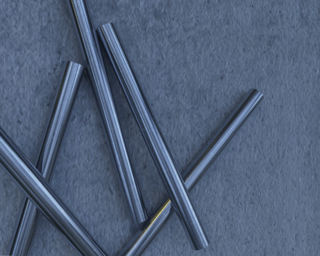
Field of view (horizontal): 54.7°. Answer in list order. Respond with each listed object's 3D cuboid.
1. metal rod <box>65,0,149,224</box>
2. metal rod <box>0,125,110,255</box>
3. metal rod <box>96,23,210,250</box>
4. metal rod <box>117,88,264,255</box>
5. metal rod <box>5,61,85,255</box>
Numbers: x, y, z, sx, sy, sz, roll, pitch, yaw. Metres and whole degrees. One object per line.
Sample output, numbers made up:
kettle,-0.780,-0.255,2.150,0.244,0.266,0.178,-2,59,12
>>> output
metal rod,-0.066,-0.025,0.385,0.025,0.025,0.298,-17,96,-20
metal rod,-0.119,0.087,0.341,0.025,0.025,0.299,-38,112,-16
metal rod,-0.008,0.012,0.389,0.025,0.025,0.299,-24,92,-19
metal rod,0.049,0.060,0.428,0.025,0.025,0.300,44,76,-15
metal rod,-0.140,0.068,0.357,0.025,0.025,0.299,17,84,-20
